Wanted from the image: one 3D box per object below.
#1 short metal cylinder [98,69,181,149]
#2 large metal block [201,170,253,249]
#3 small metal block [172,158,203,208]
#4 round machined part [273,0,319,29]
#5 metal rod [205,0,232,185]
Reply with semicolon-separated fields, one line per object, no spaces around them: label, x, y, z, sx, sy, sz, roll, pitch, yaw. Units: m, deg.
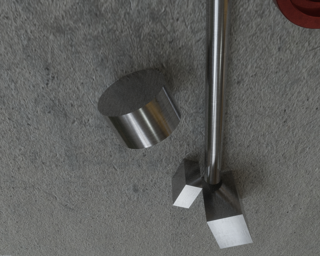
short metal cylinder;-0.023;-0.022;0.352;0.080;0.080;0.050;-17;128;14
large metal block;0.103;0.126;0.481;0.050;0.080;0.080;-17;128;13
small metal block;0.039;0.083;0.462;0.025;0.050;0.050;15;128;-13
round machined part;0.146;-0.144;0.276;0.099;0.042;0.097;-1;130;0
metal rod;0.067;-0.036;0.377;0.025;0.025;0.298;-4;130;3
